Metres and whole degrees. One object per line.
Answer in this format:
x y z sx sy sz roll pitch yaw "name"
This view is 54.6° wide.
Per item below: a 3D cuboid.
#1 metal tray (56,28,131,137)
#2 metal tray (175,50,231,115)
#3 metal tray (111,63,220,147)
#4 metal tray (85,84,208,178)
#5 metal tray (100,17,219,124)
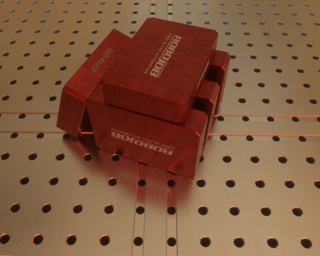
-0.086 -0.061 0.413 0.030 0.090 0.130 30 53 -4 "metal tray"
0.023 -0.072 0.425 0.130 0.090 0.030 16 53 13 "metal tray"
0.001 -0.029 0.388 0.130 0.090 0.030 16 51 12 "metal tray"
-0.015 0.005 0.361 0.130 0.090 0.030 17 52 13 "metal tray"
0.005 -0.070 0.346 0.090 0.030 0.130 16 52 13 "metal tray"
